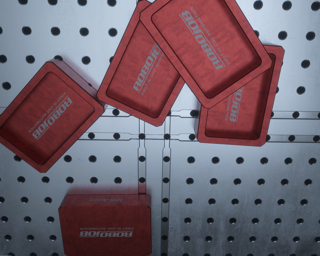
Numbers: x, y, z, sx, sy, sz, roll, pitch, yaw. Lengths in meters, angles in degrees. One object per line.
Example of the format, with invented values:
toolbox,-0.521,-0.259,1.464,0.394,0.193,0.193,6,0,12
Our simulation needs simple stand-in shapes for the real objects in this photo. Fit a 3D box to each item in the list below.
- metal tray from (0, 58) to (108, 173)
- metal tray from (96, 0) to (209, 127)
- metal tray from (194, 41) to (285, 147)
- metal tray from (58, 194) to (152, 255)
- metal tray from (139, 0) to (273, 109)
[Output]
metal tray,-0.144,-0.014,0.403,0.090,0.030,0.130,43,104,-15
metal tray,-0.011,-0.077,0.382,0.090,0.030,0.129,25,108,-10
metal tray,0.097,-0.043,0.396,0.091,0.030,0.129,4,110,-2
metal tray,-0.078,0.146,0.464,0.131,0.030,0.089,0,110,-1
metal tray,0.051,-0.098,0.342,0.090,0.030,0.130,-35,107,11
